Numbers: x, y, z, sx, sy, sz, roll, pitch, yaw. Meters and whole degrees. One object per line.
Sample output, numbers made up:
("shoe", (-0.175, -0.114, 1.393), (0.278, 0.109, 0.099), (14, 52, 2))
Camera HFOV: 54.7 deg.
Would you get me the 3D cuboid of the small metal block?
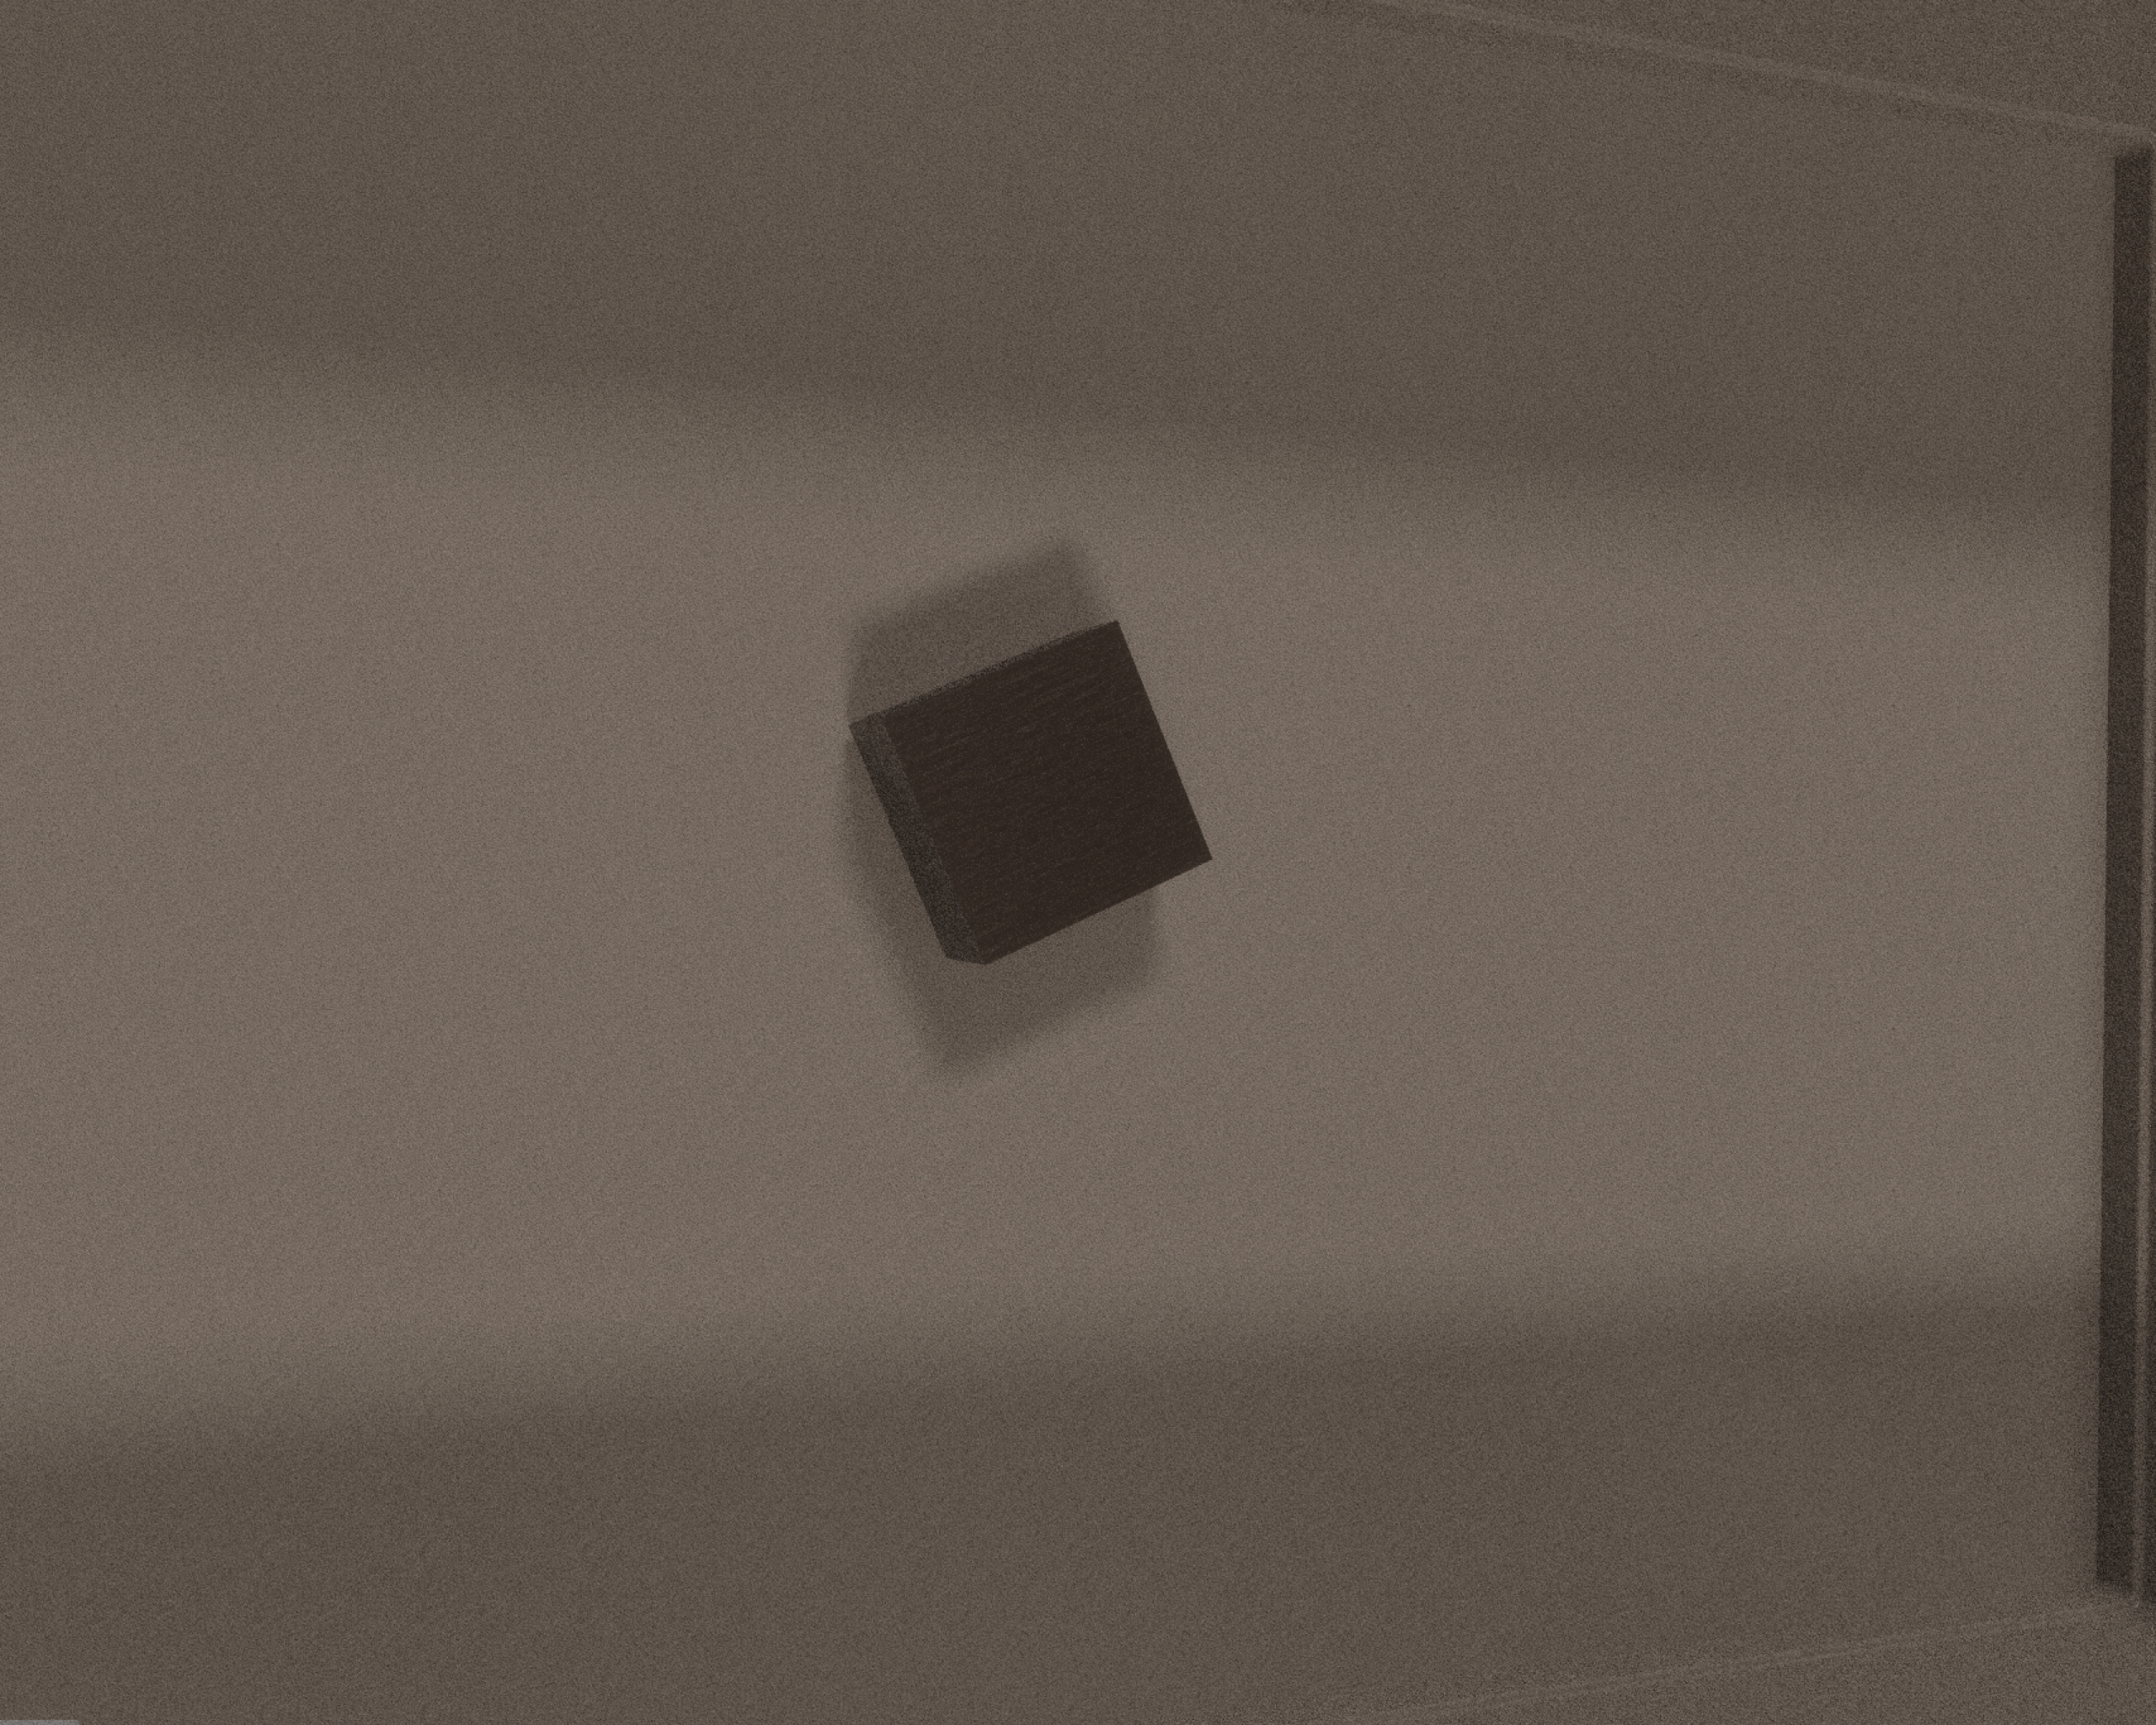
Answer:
("small metal block", (-0.009, -0.014, 0.404), (0.050, 0.025, 0.050), (-25, 99, -19))
